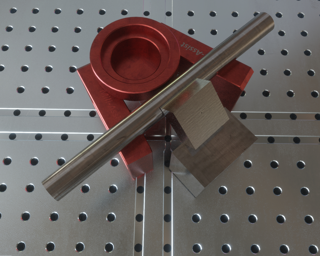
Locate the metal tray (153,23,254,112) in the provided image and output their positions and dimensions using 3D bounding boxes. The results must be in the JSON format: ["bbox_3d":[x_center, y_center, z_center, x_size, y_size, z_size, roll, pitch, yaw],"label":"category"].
[{"bbox_3d":[0.046,-0.073,0.403,0.130,0.090,0.030,30,74,10],"label":"metal tray"}]

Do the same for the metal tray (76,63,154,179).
[{"bbox_3d":[-0.053,-0.008,0.379,0.030,0.090,0.130,-28,73,-10],"label":"metal tray"}]

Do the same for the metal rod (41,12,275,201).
[{"bbox_3d":[0.010,-0.032,0.328,0.301,0.025,0.025,-39,75,-13],"label":"metal rod"}]

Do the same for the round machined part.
[{"bbox_3d":[-0.027,-0.075,0.357,0.099,0.042,0.098,0,70,-1],"label":"round machined part"}]

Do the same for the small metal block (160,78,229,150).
[{"bbox_3d":[0.037,-0.015,0.317,0.050,0.050,0.025,-41,31,-14],"label":"small metal block"}]

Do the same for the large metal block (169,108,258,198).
[{"bbox_3d":[0.059,0.032,0.368,0.080,0.080,0.050,-40,75,-13],"label":"large metal block"}]
